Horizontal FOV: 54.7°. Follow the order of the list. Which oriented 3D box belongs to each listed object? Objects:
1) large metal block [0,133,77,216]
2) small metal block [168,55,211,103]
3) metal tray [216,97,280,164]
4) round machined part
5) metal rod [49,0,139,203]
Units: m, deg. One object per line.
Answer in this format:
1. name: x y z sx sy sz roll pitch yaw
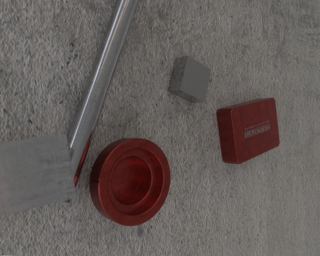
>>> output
1. large metal block: -0.121 0.038 0.254 0.081 0.080 0.050 -9 89 -27
2. small metal block: 0.043 -0.068 0.440 0.050 0.025 0.050 20 77 -38
3. metal tray: 0.155 0.001 0.531 0.131 0.030 0.089 -15 100 -39
4. round machined part: -0.038 0.060 0.362 0.099 0.042 0.097 0 90 -40
5. metal rod: -0.063 -0.067 0.351 0.025 0.025 0.299 26 74 -37
